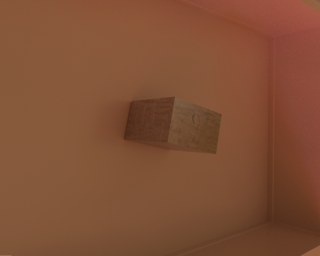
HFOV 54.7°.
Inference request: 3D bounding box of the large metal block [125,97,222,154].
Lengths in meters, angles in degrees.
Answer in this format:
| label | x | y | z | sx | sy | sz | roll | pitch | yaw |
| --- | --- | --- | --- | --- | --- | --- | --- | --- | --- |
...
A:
| label | x | y | z | sx | sy | sz | roll | pitch | yaw |
| --- | --- | --- | --- | --- | --- | --- | --- | --- | --- |
| large metal block | 0.016 | -0.001 | 0.383 | 0.081 | 0.080 | 0.050 | 16 | 80 | -39 |
